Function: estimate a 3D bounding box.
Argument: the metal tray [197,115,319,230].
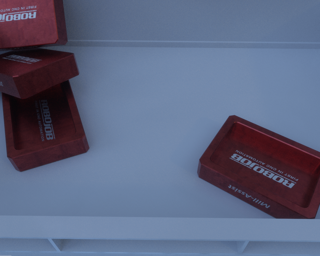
[{"bbox_3d":[0.122,0.046,0.363,0.130,0.030,0.090,26,55,20],"label":"metal tray"}]

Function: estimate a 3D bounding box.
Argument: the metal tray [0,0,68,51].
[{"bbox_3d":[-0.206,-0.162,0.449,0.131,0.089,0.030,-3,10,10],"label":"metal tray"}]

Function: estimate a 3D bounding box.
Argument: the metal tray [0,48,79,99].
[{"bbox_3d":[-0.189,-0.082,0.434,0.130,0.030,0.091,17,38,36],"label":"metal tray"}]

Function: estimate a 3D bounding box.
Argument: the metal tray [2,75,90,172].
[{"bbox_3d":[-0.154,-0.013,0.411,0.091,0.030,0.130,-16,52,-14],"label":"metal tray"}]
